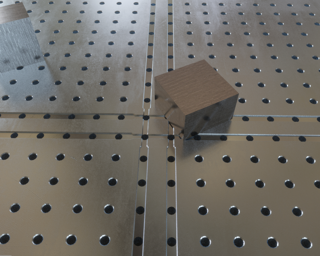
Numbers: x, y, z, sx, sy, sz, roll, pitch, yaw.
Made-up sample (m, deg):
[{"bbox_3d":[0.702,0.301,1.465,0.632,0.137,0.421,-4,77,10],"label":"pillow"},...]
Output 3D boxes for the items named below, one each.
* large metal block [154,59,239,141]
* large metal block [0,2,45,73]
[{"bbox_3d":[0.047,-0.041,0.426,0.081,0.050,0.080,-23,54,-18],"label":"large metal block"},{"bbox_3d":[-0.240,-0.141,0.489,0.081,0.080,0.050,-22,54,-17],"label":"large metal block"}]
